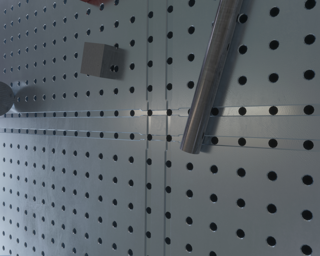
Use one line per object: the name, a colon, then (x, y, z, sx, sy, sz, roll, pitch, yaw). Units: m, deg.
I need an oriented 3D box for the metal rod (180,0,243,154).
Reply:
metal rod: (0.072, -0.114, 0.349, 0.025, 0.025, 0.298, 23, 105, 37)

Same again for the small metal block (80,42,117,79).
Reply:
small metal block: (-0.097, -0.107, 0.490, 0.050, 0.025, 0.050, 18, 101, 38)

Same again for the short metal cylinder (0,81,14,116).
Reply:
short metal cylinder: (-0.373, -0.069, 0.682, 0.050, 0.081, 0.079, 21, 104, 38)

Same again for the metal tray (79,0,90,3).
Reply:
metal tray: (-0.111, -0.283, 0.497, 0.090, 0.030, 0.129, -9, 84, 39)
